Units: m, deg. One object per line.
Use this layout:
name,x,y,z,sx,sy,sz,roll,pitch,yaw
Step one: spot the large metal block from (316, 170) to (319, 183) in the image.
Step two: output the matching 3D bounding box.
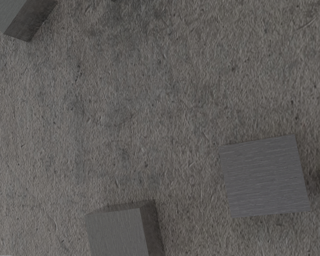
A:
large metal block,0.200,0.081,0.309,0.050,0.080,0.080,-17,84,19

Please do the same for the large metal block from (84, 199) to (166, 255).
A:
large metal block,-0.045,0.145,0.412,0.080,0.050,0.080,-13,86,19

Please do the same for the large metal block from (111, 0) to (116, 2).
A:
large metal block,-0.055,-0.219,0.399,0.080,0.080,0.050,-23,83,18

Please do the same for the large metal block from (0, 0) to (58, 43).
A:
large metal block,-0.219,-0.193,0.473,0.080,0.050,0.080,46,104,14

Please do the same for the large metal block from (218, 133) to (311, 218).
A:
large metal block,0.118,0.053,0.354,0.080,0.050,0.080,-11,86,19
